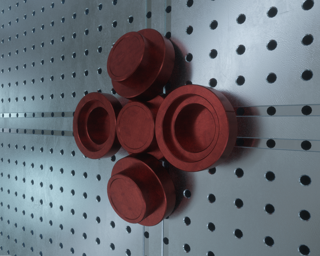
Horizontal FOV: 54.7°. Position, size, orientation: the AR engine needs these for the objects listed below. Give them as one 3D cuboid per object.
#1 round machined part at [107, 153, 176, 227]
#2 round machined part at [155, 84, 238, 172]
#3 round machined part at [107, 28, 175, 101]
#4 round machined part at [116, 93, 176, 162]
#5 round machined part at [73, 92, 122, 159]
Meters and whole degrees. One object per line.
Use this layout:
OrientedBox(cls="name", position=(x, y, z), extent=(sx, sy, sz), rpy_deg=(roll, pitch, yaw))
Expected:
OrientedBox(cls="round machined part", position=(-0.031, 0.085, 0.407), extent=(0.098, 0.042, 0.097), rpy_deg=(14, 113, 36))
OrientedBox(cls="round machined part", position=(0.045, 0.000, 0.359), extent=(0.098, 0.042, 0.097), rpy_deg=(0, 90, 39))
OrientedBox(cls="round machined part", position=(-0.032, -0.087, 0.408), extent=(0.098, 0.042, 0.098), rpy_deg=(-15, 66, 37))
OrientedBox(cls="round machined part", position=(-0.020, -0.001, 0.412), extent=(0.098, 0.042, 0.097), rpy_deg=(0, 90, 39))
OrientedBox(cls="round machined part", position=(-0.084, -0.003, 0.464), extent=(0.098, 0.042, 0.097), rpy_deg=(0, 90, 39))
